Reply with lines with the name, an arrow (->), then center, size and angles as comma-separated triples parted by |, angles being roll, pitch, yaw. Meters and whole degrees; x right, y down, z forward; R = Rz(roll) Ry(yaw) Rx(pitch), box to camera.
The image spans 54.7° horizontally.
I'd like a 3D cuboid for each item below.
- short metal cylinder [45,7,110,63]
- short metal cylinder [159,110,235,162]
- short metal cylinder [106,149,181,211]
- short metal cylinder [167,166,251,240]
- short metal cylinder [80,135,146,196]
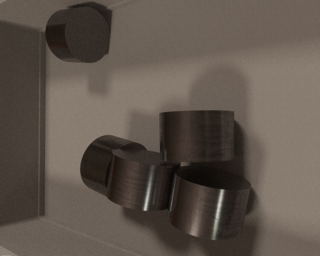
short metal cylinder -> -0.123, -0.140, 0.470 | 0.050, 0.081, 0.079 | 12, 98, 39
short metal cylinder -> 0.040, 0.008, 0.337 | 0.080, 0.081, 0.050 | -1, 89, 39
short metal cylinder -> -0.019, 0.057, 0.362 | 0.080, 0.081, 0.050 | 14, 97, 39
short metal cylinder -> 0.051, 0.075, 0.328 | 0.080, 0.081, 0.050 | 14, 99, 39
short metal cylinder -> -0.059, 0.053, 0.417 | 0.050, 0.081, 0.079 | 14, 99, 39
